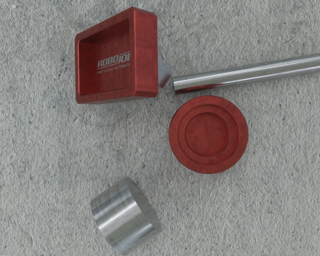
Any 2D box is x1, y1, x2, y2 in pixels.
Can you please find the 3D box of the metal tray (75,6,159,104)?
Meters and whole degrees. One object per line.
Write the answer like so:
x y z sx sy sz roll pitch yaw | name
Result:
-0.056 -0.076 0.362 0.030 0.130 0.089 -1 90 -42 | metal tray

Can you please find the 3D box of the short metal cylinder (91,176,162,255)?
-0.041 0.107 0.382 0.050 0.080 0.080 -34 90 0 | short metal cylinder

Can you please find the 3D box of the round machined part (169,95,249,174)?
0.060 0.008 0.402 0.099 0.042 0.097 0 90 -1 | round machined part

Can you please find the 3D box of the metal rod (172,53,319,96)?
0.167 -0.080 0.412 0.302 0.025 0.025 -9 90 -1 | metal rod

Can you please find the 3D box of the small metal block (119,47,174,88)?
-0.019 -0.080 0.387 0.050 0.050 0.025 34 90 43 | small metal block
